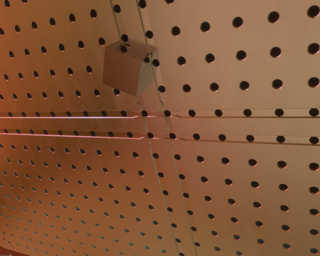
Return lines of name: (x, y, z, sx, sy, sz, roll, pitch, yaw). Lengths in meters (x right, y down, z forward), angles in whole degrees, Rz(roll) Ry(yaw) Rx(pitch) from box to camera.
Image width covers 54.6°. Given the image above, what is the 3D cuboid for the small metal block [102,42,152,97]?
small metal block: (-0.042, -0.074, 0.389, 0.050, 0.025, 0.050, 23, 127, 14)
